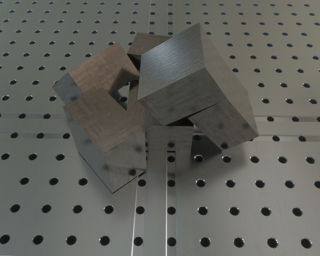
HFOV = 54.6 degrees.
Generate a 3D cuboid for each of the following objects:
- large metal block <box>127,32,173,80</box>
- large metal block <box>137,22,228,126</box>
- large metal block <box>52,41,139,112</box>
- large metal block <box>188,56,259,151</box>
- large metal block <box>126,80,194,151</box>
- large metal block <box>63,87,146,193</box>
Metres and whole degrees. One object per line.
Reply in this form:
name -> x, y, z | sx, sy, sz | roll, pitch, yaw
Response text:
large metal block -> 0.002, -0.083, 0.442 | 0.080, 0.080, 0.050 | 10, 51, 9
large metal block -> 0.024, -0.060, 0.352 | 0.080, 0.050, 0.080 | -23, 44, 25
large metal block -> -0.087, -0.063, 0.417 | 0.080, 0.080, 0.050 | -41, 105, -29
large metal block -> 0.076, -0.031, 0.388 | 0.050, 0.080, 0.080 | -27, 43, 28
large metal block -> 0.000, -0.017, 0.406 | 0.080, 0.050, 0.080 | 1, 50, 0
large metal block -> -0.061, 0.014, 0.358 | 0.050, 0.080, 0.080 | -32, 58, -25
